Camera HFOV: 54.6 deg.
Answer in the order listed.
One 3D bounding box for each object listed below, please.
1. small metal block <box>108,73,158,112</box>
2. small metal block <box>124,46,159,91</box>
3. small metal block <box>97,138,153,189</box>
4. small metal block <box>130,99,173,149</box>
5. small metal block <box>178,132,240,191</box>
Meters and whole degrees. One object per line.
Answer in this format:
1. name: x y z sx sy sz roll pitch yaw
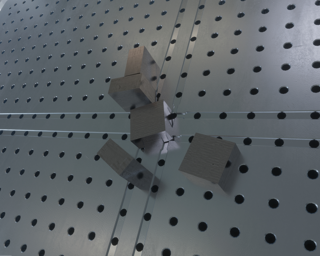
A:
1. small metal block: -0.037 -0.049 0.443 0.050 0.050 0.025 -7 59 25
2. small metal block: -0.026 -0.084 0.458 0.025 0.050 0.050 -8 58 24
3. small metal block: -0.044 0.045 0.389 0.050 0.050 0.025 35 82 38
4. small metal block: -0.012 -0.005 0.419 0.050 0.025 0.050 -16 55 19
5. small metal block: 0.057 0.038 0.356 0.050 0.025 0.050 15 70 34
